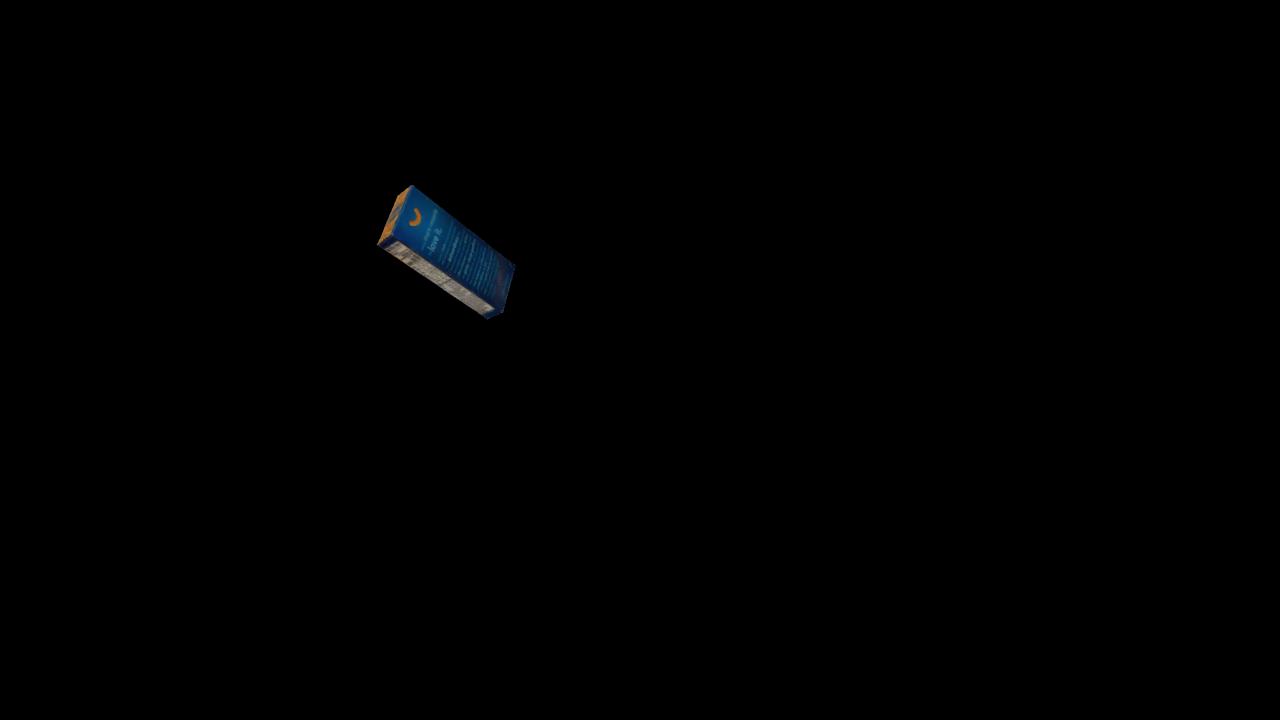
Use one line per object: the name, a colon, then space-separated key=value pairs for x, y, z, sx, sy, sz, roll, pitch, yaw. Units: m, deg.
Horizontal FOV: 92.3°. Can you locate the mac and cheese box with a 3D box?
mac and cheese box: x=-0.256 y=-0.142 z=0.839 sx=0.041 sy=0.093 sz=0.184 roll=-19 pitch=-40 yaw=34
